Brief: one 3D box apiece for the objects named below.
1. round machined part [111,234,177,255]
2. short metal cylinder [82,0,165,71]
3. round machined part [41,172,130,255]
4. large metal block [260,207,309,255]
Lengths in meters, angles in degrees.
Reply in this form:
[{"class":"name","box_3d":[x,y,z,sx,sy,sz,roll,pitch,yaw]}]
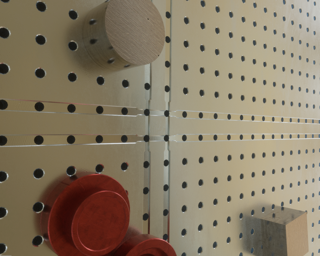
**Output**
[{"class":"round machined part","box_3d":[-0.027,0.178,0.376,0.099,0.042,0.097,0,90,-40]},{"class":"short metal cylinder","box_3d":[-0.041,-0.109,0.358,0.081,0.050,0.080,0,90,-40]},{"class":"round machined part","box_3d":[-0.073,0.099,0.337,0.099,0.042,0.097,0,90,-40]},{"class":"large metal block","box_3d":[0.240,0.206,0.594,0.081,0.050,0.079,-9,96,-40]}]
